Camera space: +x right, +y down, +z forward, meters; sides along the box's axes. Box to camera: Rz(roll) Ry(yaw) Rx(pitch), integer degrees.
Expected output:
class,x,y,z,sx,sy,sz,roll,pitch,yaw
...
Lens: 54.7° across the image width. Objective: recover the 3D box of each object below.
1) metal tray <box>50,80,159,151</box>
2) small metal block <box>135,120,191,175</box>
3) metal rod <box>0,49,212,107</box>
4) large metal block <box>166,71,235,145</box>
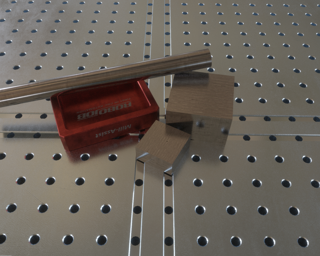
class,x,y,z,sx,sy,sz,roll,pitch,yaw
metal tray,-0.076,-0.028,0.426,0.131,0.030,0.090,-17,52,-14
small metal block,0.005,0.024,0.388,0.050,0.025,0.050,23,54,18
metal rod,-0.082,-0.065,0.411,0.302,0.025,0.025,-11,51,-2
large metal block,0.054,-0.030,0.417,0.080,0.050,0.080,8,50,6
